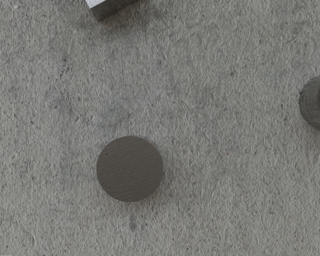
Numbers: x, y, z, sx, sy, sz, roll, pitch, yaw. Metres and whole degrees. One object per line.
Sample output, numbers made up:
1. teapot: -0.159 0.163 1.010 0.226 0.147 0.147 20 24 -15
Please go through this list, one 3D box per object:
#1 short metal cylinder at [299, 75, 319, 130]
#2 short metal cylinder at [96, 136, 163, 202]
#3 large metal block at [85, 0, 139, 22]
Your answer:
1. short metal cylinder: 0.231 -0.035 0.400 0.081 0.050 0.080 0 90 0
2. short metal cylinder: -0.036 0.049 0.397 0.081 0.050 0.080 0 90 0
3. large metal block: -0.068 -0.198 0.397 0.080 0.050 0.080 -29 90 0
